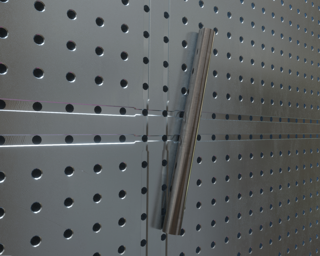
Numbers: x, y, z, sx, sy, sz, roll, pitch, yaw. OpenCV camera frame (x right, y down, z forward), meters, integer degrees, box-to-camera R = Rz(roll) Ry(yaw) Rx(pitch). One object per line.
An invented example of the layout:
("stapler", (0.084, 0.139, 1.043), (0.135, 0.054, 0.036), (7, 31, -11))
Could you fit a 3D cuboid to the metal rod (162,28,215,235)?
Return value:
("metal rod", (0.043, -0.001, 0.447), (0.025, 0.025, 0.299), (18, 78, -39))
